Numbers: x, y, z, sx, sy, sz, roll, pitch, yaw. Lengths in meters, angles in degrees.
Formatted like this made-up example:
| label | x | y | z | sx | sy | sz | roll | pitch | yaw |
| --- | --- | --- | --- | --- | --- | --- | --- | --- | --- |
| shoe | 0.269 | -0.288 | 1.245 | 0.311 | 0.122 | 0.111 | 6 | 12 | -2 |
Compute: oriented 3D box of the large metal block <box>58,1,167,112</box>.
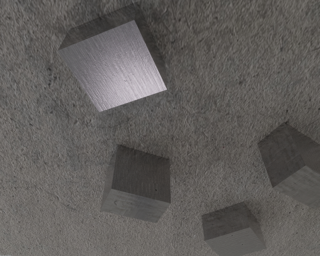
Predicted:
| label | x | y | z | sx | sy | sz | roll | pitch | yaw |
| --- | --- | --- | --- | --- | --- | --- | --- | --- | --- |
| large metal block | -0.045 | -0.073 | 0.328 | 0.080 | 0.050 | 0.080 | -17 | 128 | 14 |

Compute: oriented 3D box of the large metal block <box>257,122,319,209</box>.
| label | x | y | z | sx | sy | sz | roll | pitch | yaw |
| --- | --- | --- | --- | --- | --- | --- | --- | --- | --- |
| large metal block | 0.187 | 0.050 | 0.415 | 0.080 | 0.080 | 0.050 | 28 | 125 | -22 |

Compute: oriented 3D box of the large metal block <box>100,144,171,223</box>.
| label | x | y | z | sx | sy | sz | roll | pitch | yaw |
| --- | --- | --- | --- | --- | --- | --- | --- | --- | --- |
| large metal block | -0.033 | 0.078 | 0.437 | 0.081 | 0.080 | 0.050 | 17 | 128 | -15 |

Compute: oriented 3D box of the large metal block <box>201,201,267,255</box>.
| label | x | y | z | sx | sy | sz | roll | pitch | yaw |
| --- | --- | --- | --- | --- | --- | --- | --- | --- | --- |
| large metal block | 0.130 | 0.184 | 0.549 | 0.080 | 0.050 | 0.080 | -25 | 126 | 19 |
